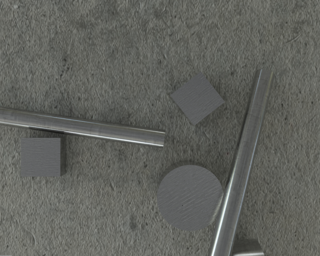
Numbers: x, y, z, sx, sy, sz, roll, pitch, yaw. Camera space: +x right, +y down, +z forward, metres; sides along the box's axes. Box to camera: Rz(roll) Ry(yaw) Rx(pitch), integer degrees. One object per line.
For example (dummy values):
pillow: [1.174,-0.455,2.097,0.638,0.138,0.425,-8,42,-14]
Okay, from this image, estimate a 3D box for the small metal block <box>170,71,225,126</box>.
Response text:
small metal block: [0.048,-0.038,0.410,0.050,0.025,0.050,-38,90,0]

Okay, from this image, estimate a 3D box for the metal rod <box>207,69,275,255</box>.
metal rod: [0.093,0.064,0.370,0.025,0.025,0.299,19,74,0]

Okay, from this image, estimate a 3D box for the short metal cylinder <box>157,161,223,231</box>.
short metal cylinder: [0.037,0.084,0.398,0.081,0.050,0.079,0,90,0]

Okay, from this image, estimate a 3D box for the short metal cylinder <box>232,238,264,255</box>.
short metal cylinder: [0.098,0.181,0.383,0.050,0.080,0.080,-4,90,0]

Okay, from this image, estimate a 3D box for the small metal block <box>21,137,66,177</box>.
small metal block: [-0.153,0.037,0.409,0.050,0.025,0.050,0,90,0]

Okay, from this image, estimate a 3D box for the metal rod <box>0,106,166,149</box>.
metal rod: [-0.144,-0.007,0.408,0.302,0.025,0.025,8,90,0]
